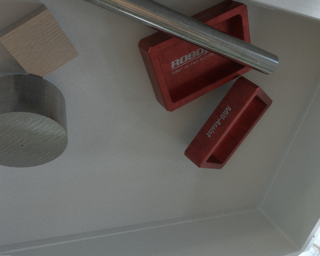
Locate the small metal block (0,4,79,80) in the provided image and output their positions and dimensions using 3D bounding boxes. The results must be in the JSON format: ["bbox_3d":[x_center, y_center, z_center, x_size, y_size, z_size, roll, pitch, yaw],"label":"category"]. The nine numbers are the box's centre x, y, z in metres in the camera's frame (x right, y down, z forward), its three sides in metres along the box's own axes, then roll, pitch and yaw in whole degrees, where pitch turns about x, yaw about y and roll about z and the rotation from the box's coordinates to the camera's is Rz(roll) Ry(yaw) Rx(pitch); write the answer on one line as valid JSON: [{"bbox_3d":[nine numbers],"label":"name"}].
[{"bbox_3d":[-0.115,-0.081,0.296,0.050,0.025,0.050,-35,129,-6],"label":"small metal block"}]

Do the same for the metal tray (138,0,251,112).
[{"bbox_3d":[0.048,-0.088,0.379,0.131,0.030,0.090,-28,128,-11],"label":"metal tray"}]

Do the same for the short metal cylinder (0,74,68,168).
[{"bbox_3d":[-0.133,-0.005,0.301,0.081,0.050,0.080,-11,141,-9],"label":"short metal cylinder"}]

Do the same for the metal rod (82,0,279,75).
[{"bbox_3d":[0.000,-0.110,0.309,0.302,0.025,0.025,14,111,-24],"label":"metal rod"}]

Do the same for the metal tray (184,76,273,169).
[{"bbox_3d":[0.099,-0.002,0.440,0.129,0.030,0.090,-55,150,11],"label":"metal tray"}]
